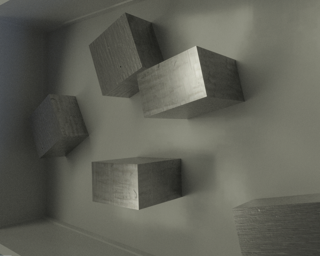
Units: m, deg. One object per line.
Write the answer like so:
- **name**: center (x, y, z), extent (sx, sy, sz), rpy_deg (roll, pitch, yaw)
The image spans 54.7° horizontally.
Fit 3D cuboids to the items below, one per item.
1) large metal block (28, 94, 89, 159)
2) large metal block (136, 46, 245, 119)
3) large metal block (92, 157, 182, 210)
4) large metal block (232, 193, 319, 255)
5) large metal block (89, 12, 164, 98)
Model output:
- **large metal block**: center (-0.178, -0.002, 0.538), extent (0.080, 0.050, 0.080), rpy_deg (-36, 68, 34)
- **large metal block**: center (0.034, -0.044, 0.343), extent (0.080, 0.081, 0.050), rpy_deg (-17, 79, 39)
- **large metal block**: center (-0.029, 0.066, 0.395), extent (0.080, 0.081, 0.050), rpy_deg (-3, 88, 40)
- **large metal block**: center (0.123, 0.108, 0.289), extent (0.080, 0.050, 0.080), rpy_deg (-17, 79, 38)
- **large metal block**: center (-0.045, -0.096, 0.428), extent (0.080, 0.050, 0.080), rpy_deg (-28, 73, 36)
